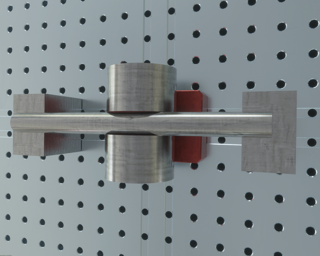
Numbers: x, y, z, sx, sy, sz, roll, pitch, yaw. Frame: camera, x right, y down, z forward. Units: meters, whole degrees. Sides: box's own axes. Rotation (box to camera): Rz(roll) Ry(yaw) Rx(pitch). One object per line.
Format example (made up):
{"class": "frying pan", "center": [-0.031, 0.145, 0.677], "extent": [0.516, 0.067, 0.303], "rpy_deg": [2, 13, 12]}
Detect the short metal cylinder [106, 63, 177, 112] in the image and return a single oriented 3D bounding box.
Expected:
{"class": "short metal cylinder", "center": [-0.021, -0.043, 0.359], "extent": [0.080, 0.080, 0.050], "rpy_deg": [1, 91, 20]}

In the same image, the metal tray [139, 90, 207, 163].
{"class": "metal tray", "center": [-0.005, -0.003, 0.412], "extent": [0.130, 0.030, 0.089], "rpy_deg": [2, 91, 19]}

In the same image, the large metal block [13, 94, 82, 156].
{"class": "large metal block", "center": [-0.156, -0.004, 0.437], "extent": [0.050, 0.080, 0.080], "rpy_deg": [1, 90, 20]}

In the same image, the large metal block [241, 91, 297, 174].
{"class": "large metal block", "center": [0.120, 0.004, 0.340], "extent": [0.050, 0.080, 0.080], "rpy_deg": [1, 90, 20]}

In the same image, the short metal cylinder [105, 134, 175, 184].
{"class": "short metal cylinder", "center": [-0.023, 0.032, 0.360], "extent": [0.080, 0.080, 0.050], "rpy_deg": [1, 91, 20]}

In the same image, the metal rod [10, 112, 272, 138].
{"class": "metal rod", "center": [-0.037, -0.005, 0.340], "extent": [0.301, 0.025, 0.025], "rpy_deg": [1, 90, 19]}
